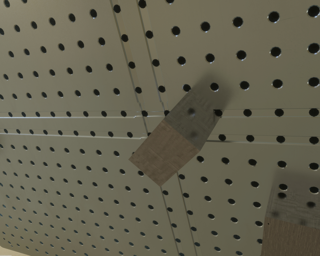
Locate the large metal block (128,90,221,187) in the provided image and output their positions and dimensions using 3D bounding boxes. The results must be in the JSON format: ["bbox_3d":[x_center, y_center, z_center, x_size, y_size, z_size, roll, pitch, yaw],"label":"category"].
[{"bbox_3d":[0.019,0.012,0.373,0.050,0.080,0.080,41,129,0],"label":"large metal block"}]

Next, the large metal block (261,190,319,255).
[{"bbox_3d":[0.173,0.131,0.385,0.080,0.050,0.080,8,122,24],"label":"large metal block"}]
